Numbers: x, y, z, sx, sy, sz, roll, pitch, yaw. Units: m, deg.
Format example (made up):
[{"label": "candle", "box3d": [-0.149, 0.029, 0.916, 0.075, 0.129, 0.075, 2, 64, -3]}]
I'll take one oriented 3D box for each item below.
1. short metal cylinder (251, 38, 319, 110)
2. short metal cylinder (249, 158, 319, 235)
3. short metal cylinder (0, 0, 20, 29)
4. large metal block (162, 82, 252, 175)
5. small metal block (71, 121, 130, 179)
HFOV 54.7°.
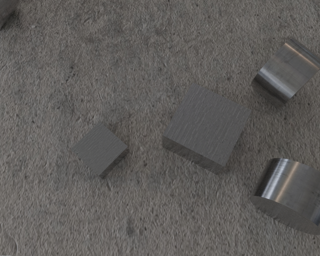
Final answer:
[{"label": "short metal cylinder", "box3d": [0.166, -0.070, 0.406, 0.080, 0.080, 0.050, -42, 75, -14]}, {"label": "short metal cylinder", "box3d": [0.150, 0.077, 0.352, 0.080, 0.080, 0.050, 30, 73, 10]}, {"label": "short metal cylinder", "box3d": [-0.254, -0.188, 0.446, 0.080, 0.080, 0.050, 23, 72, 8]}, {"label": "large metal block", "box3d": [0.058, 0.002, 0.395, 0.080, 0.050, 0.080, 27, 72, 9]}, {"label": "small metal block", "box3d": [-0.076, 0.029, 0.397, 0.050, 0.025, 0.050, 40, 75, 13]}]
